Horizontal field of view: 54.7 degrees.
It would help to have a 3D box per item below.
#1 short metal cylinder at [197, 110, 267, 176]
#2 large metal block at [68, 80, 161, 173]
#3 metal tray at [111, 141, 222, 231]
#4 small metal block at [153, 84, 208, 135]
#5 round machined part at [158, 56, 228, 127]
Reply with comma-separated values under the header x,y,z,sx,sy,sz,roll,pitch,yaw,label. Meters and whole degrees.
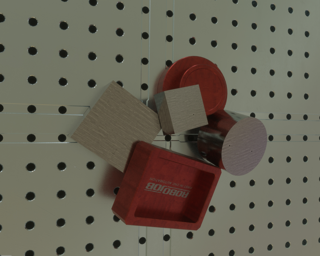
x,y,z,sx,sy,sz,roll,pitch,yaw,label
0.099,0.019,0.424,0.081,0.050,0.079,-9,109,-29,short metal cylinder
-0.053,0.001,0.380,0.080,0.050,0.080,37,78,-16,large metal block
0.014,0.076,0.385,0.131,0.030,0.090,21,90,-41,metal tray
0.025,-0.022,0.373,0.050,0.025,0.050,-15,92,-31,small metal block
0.050,-0.050,0.422,0.099,0.042,0.097,0,90,-20,round machined part
